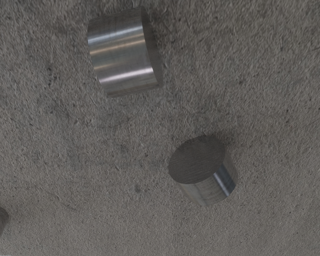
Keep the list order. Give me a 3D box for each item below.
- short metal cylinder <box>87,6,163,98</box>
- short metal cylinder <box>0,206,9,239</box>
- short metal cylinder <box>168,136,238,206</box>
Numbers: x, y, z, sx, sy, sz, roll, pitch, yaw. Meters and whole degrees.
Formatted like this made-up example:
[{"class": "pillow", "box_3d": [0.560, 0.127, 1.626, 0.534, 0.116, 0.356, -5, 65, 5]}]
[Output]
[{"class": "short metal cylinder", "box_3d": [-0.031, -0.074, 0.308, 0.050, 0.080, 0.080, -11, 129, 9]}, {"class": "short metal cylinder", "box_3d": [-0.311, 0.168, 0.531, 0.081, 0.050, 0.079, 0, 130, 0]}, {"class": "short metal cylinder", "box_3d": [0.059, 0.057, 0.420, 0.080, 0.080, 0.050, -22, 127, 17]}]
